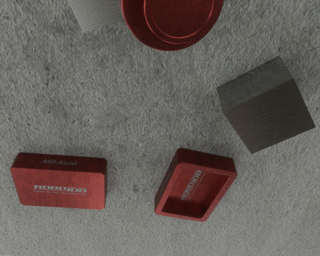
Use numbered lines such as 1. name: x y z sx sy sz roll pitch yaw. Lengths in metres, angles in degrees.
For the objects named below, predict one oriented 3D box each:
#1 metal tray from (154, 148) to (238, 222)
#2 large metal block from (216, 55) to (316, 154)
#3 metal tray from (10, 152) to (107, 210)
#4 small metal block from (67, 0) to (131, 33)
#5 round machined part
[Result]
1. metal tray: 0.051 0.093 0.484 0.091 0.030 0.129 12 129 -11
2. large metal block: 0.126 -0.025 0.371 0.080 0.050 0.080 -27 126 21
3. metal tray: -0.148 0.083 0.472 0.131 0.030 0.089 4 130 -5
4. small metal block: -0.060 -0.127 0.298 0.050 0.025 0.050 -14 129 11
5. round machined part: 0.014 -0.116 0.281 0.099 0.042 0.097 -10 127 -13
